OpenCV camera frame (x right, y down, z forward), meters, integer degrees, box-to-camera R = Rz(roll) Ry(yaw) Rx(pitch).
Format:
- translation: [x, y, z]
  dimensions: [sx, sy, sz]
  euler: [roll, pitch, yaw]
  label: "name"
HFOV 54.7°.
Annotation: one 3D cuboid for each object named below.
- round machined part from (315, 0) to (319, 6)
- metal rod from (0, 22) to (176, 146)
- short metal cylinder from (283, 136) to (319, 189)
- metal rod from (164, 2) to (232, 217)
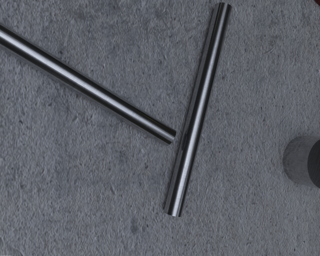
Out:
- translation: [0.296, -0.249, 0.509]
  dimensions: [0.099, 0.042, 0.097]
  euler: [0, 90, -20]
  label: "round machined part"
- translation: [-0.108, -0.061, 0.369]
  dimensions: [0.301, 0.025, 0.025]
  euler: [31, 80, -18]
  label: "metal rod"
- translation: [0.243, 0.053, 0.486]
  dimensions: [0.081, 0.050, 0.080]
  euler: [0, 90, -20]
  label: "short metal cylinder"
- translation: [0.054, -0.029, 0.429]
  dimensions: [0.025, 0.025, 0.299]
  euler: [16, 85, -20]
  label: "metal rod"
